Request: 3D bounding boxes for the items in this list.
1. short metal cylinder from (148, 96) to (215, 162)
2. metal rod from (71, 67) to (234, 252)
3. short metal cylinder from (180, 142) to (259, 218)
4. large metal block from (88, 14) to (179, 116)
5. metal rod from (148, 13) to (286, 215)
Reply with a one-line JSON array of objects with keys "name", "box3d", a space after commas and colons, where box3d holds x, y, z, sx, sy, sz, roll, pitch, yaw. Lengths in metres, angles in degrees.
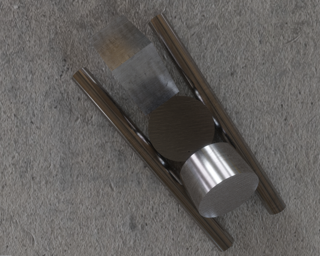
[{"name": "short metal cylinder", "box3d": [0.026, 0.001, 0.399, 0.081, 0.050, 0.080, 0, 90, 0]}, {"name": "metal rod", "box3d": [-0.009, 0.041, 0.410, 0.025, 0.025, 0.300, -41, 90, 0]}, {"name": "short metal cylinder", "box3d": [0.071, 0.064, 0.378, 0.080, 0.080, 0.050, -31, 48, 0]}, {"name": "large metal block", "box3d": [-0.031, -0.074, 0.368, 0.050, 0.080, 0.080, -36, 49, 0]}, {"name": "metal rod", "box3d": [0.076, -0.018, 0.411, 0.025, 0.025, 0.299, -33, 90, 0]}]
